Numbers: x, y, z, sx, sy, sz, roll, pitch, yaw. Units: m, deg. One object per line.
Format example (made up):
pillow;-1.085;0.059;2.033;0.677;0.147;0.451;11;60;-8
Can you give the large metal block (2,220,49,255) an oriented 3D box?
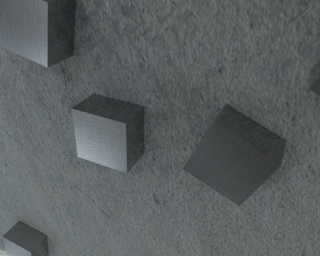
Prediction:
large metal block;-0.311;0.275;0.721;0.080;0.050;0.079;21;126;15

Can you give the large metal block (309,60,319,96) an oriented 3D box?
large metal block;0.188;-0.051;0.260;0.080;0.050;0.079;33;129;6

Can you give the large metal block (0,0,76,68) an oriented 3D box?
large metal block;-0.156;-0.134;0.388;0.080;0.050;0.079;25;127;12

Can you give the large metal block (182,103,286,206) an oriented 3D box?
large metal block;0.086;0.032;0.364;0.080;0.050;0.079;33;129;6

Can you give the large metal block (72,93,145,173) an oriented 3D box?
large metal block;-0.069;0.006;0.429;0.080;0.050;0.079;15;125;19
